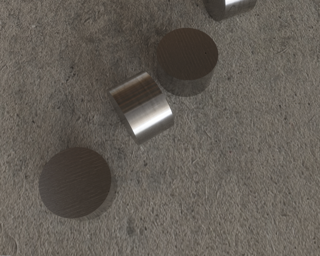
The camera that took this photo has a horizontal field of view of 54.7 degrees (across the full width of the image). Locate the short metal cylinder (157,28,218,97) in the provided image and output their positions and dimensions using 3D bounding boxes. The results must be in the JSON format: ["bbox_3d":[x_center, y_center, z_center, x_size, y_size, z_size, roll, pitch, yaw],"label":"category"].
[{"bbox_3d":[0.036,-0.089,0.428,0.081,0.050,0.080,0,70,0],"label":"short metal cylinder"}]

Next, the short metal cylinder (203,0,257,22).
[{"bbox_3d":[0.099,-0.204,0.454,0.050,0.080,0.080,-21,72,-7],"label":"short metal cylinder"}]

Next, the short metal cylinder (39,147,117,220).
[{"bbox_3d":[-0.095,0.068,0.369,0.081,0.050,0.080,0,70,0],"label":"short metal cylinder"}]

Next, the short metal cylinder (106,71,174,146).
[{"bbox_3d":[-0.025,-0.025,0.388,0.050,0.080,0.080,-30,73,-10],"label":"short metal cylinder"}]
